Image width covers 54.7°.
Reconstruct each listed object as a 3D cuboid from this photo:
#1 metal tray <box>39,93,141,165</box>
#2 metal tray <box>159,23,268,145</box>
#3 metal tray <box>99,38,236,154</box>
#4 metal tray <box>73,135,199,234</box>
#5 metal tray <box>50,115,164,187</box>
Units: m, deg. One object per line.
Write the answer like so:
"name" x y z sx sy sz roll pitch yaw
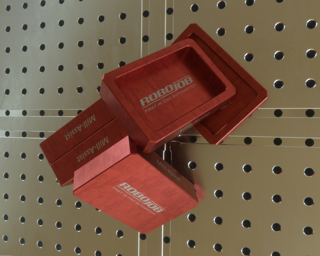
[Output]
"metal tray" -0.078 0.000 0.404 0.130 0.090 0.030 -34 79 16
"metal tray" 0.057 -0.054 0.388 0.090 0.030 0.130 -45 77 14
"metal tray" 0.011 -0.041 0.348 0.131 0.030 0.090 -31 76 -29
"metal tray" -0.026 0.074 0.371 0.090 0.130 0.030 -34 38 17
"metal tray" -0.062 0.025 0.397 0.130 0.090 0.030 -34 79 16
